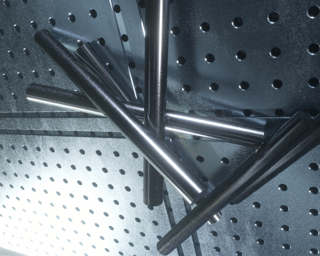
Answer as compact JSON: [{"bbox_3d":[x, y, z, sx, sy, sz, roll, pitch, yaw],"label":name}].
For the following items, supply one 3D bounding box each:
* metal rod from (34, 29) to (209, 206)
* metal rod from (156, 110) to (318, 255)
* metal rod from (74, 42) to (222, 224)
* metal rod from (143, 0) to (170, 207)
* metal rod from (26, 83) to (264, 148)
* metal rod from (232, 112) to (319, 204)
[{"bbox_3d":[-0.061,-0.028,0.363,0.300,0.025,0.025,44,132,23],"label":"metal rod"},{"bbox_3d":[0.076,0.089,0.395,0.025,0.025,0.298,38,126,3],"label":"metal rod"},{"bbox_3d":[-0.011,0.013,0.425,0.025,0.025,0.300,-30,102,38],"label":"metal rod"},{"bbox_3d":[-0.005,-0.050,0.342,0.025,0.025,0.298,10,110,23],"label":"metal rod"},{"bbox_3d":[-0.027,-0.018,0.387,0.301,0.025,0.025,12,124,11],"label":"metal rod"},{"bbox_3d":[0.168,-0.002,0.321,0.025,0.025,0.298,39,129,2],"label":"metal rod"}]
